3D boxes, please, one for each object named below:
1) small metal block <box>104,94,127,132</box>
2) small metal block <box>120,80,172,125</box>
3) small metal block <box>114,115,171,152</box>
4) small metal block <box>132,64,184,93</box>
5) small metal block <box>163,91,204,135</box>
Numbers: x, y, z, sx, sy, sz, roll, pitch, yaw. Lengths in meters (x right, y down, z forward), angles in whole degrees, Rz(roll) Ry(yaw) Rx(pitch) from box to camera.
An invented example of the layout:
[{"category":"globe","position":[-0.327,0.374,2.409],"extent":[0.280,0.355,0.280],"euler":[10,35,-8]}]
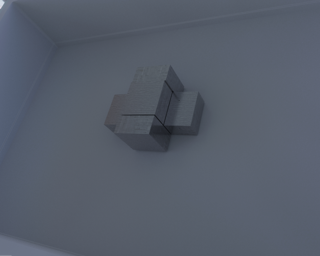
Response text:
[{"category":"small metal block","position":[-0.045,-0.021,0.439],"extent":[0.050,0.025,0.050],"euler":[1,62,28]},{"category":"small metal block","position":[-0.017,-0.032,0.399],"extent":[0.050,0.025,0.050],"euler":[1,62,28]},{"category":"small metal block","position":[-0.021,0.007,0.393],"extent":[0.050,0.050,0.025],"euler":[1,62,28]},{"category":"small metal block","position":[-0.001,-0.059,0.424],"extent":[0.050,0.050,0.025],"euler":[1,62,28]},{"category":"small metal block","position":[0.026,-0.019,0.402],"extent":[0.050,0.025,0.050],"euler":[1,62,28]}]
